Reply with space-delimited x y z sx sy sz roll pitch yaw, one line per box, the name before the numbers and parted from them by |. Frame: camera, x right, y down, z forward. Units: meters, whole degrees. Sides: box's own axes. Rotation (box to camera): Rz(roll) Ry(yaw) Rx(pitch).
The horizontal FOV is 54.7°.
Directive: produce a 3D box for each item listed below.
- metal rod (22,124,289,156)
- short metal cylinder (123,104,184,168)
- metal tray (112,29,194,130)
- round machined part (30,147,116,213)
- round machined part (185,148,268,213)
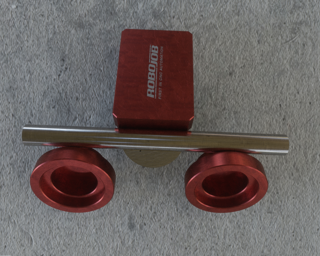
metal rod | -0.004 0.014 0.362 0.302 0.025 0.025 2 90 -1
short metal cylinder | -0.009 0.008 0.399 0.081 0.050 0.079 0 90 -1
metal tray | -0.006 -0.062 0.381 0.091 0.030 0.130 2 64 -1
round machined part | -0.104 0.059 0.385 0.099 0.042 0.097 -1 129 -1
round machined part | 0.080 0.061 0.386 0.099 0.042 0.097 0 133 0
